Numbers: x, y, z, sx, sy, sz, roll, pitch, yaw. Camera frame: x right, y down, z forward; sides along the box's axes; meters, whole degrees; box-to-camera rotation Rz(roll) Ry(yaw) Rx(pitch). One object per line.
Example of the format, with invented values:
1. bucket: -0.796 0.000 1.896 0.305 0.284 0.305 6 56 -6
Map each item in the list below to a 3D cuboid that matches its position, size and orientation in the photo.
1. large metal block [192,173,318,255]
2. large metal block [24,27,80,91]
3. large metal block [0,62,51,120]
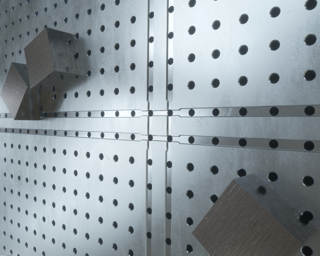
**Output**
1. large metal block: 0.093 0.106 0.317 0.080 0.050 0.080 45 117 31
2. large metal block: -0.195 -0.120 0.556 0.080 0.050 0.080 -22 76 38
3. large metal block: -0.267 -0.071 0.616 0.080 0.050 0.080 48 119 29
